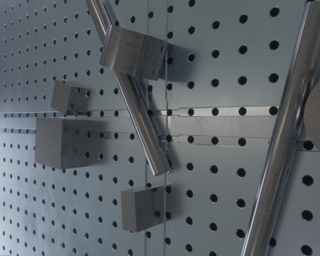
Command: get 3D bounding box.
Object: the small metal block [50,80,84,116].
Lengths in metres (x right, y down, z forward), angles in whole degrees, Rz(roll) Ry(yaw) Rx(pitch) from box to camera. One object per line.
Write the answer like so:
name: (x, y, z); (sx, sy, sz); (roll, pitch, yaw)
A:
small metal block: (-0.164, -0.053, 0.545); (0.050, 0.025, 0.050); (24, 105, 37)

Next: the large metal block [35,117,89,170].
large metal block: (-0.171, 0.024, 0.534); (0.080, 0.050, 0.079); (5, 93, 40)

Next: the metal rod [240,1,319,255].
metal rod: (0.119, 0.031, 0.310); (0.025, 0.025, 0.298); (19, 102, 38)

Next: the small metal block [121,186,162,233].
small metal block: (-0.024, 0.106, 0.413); (0.025, 0.050, 0.050); (-5, 87, 40)

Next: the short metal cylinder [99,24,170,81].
short metal cylinder: (-0.033, -0.097, 0.401); (0.080, 0.081, 0.050); (27, 107, 37)

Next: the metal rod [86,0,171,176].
metal rod: (-0.052, -0.073, 0.452); (0.025, 0.025, 0.299); (-35, 68, 34)

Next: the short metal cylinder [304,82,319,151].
short metal cylinder: (0.168, -0.009, 0.254); (0.080, 0.050, 0.080); (0, 90, 40)
